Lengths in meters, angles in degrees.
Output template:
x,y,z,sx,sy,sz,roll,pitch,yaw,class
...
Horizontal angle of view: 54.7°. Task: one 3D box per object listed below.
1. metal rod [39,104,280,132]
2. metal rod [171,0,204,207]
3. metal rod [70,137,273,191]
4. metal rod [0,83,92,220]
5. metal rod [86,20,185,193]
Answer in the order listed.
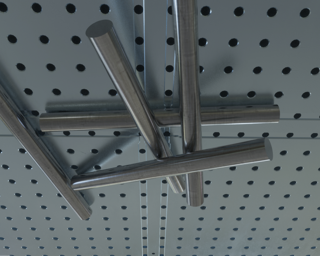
x,y,z,sx,sy,sz,roll,pitch,yaw,class
-0.001,-0.013,0.400,0.302,0.025,0.025,-2,130,1,metal rod
0.035,-0.023,0.364,0.025,0.025,0.298,-5,122,3,metal rod
-0.008,0.054,0.403,0.300,0.025,0.025,-15,131,33,metal rod
-0.170,0.039,0.442,0.025,0.025,0.299,-13,129,10,metal rod
-0.012,0.004,0.379,0.025,0.025,0.299,-13,140,10,metal rod
